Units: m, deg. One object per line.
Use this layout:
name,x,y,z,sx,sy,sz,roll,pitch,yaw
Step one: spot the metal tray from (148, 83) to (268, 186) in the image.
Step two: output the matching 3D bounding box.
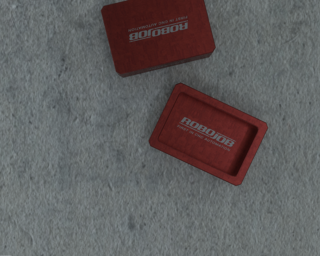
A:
metal tray,0.062,0.008,0.408,0.131,0.030,0.090,25,90,-1

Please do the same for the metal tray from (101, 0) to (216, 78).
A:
metal tray,-0.002,-0.126,0.407,0.131,0.030,0.089,-14,90,-1
